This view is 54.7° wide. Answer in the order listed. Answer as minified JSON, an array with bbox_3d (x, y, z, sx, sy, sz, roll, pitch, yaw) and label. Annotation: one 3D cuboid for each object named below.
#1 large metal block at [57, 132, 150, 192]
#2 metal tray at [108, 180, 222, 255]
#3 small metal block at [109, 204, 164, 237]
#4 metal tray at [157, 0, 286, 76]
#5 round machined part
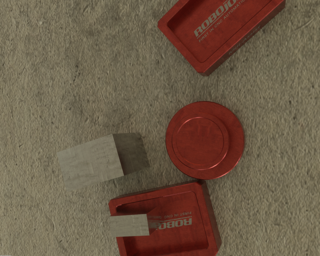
[{"bbox_3d":[-0.070,0.042,0.403,0.080,0.080,0.050,-18,84,19],"label":"large metal block"},{"bbox_3d":[0.005,0.124,0.403,0.130,0.030,0.090,-15,85,19],"label":"metal tray"},{"bbox_3d":[-0.029,0.116,0.391,0.050,0.050,0.025,-9,87,19],"label":"small metal block"},{"bbox_3d":[0.073,-0.139,0.380,0.130,0.030,0.090,-42,77,15],"label":"metal tray"},{"bbox_3d":[0.053,0.015,0.381,0.098,0.042,0.097,0,90,19],"label":"round machined part"}]
